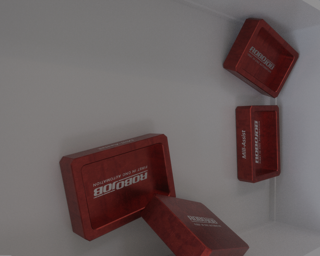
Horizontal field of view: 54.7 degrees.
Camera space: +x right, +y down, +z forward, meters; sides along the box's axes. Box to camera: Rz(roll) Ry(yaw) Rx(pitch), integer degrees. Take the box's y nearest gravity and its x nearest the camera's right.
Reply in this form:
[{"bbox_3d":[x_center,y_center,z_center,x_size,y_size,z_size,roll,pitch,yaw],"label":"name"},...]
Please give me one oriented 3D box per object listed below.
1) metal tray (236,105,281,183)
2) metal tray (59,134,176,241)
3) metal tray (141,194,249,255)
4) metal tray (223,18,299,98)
[{"bbox_3d":[0.176,0.025,0.550,0.091,0.030,0.129,-4,93,-40],"label":"metal tray"},{"bbox_3d":[-0.043,0.063,0.366,0.131,0.030,0.089,-14,99,-39],"label":"metal tray"},{"bbox_3d":[0.046,0.126,0.378,0.030,0.090,0.130,-55,143,5],"label":"metal tray"},{"bbox_3d":[0.176,-0.116,0.530,0.131,0.030,0.090,22,97,-38],"label":"metal tray"}]
